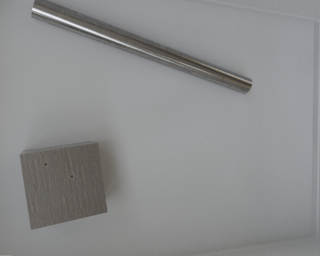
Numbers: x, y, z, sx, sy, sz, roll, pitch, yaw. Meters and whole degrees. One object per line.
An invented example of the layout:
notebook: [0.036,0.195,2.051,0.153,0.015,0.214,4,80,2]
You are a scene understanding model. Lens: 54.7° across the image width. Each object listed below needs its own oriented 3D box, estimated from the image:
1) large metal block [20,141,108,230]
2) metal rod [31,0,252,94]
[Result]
large metal block: [-0.110,0.061,0.357,0.081,0.050,0.079,-8,93,-20]
metal rod: [-0.008,-0.101,0.408,0.302,0.025,0.025,16,85,-20]
